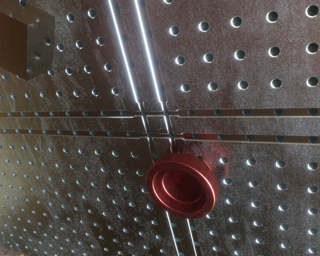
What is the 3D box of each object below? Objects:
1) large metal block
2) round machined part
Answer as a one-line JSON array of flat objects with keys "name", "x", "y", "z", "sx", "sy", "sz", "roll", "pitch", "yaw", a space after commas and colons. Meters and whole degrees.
[{"name": "large metal block", "x": -0.194, "y": -0.123, "z": 0.421, "sx": 0.080, "sy": 0.050, "sz": 0.079, "roll": 27, "pitch": 128, "yaw": 11}, {"name": "round machined part", "x": 0.034, "y": 0.075, "z": 0.429, "sx": 0.098, "sy": 0.042, "sz": 0.097, "roll": 13, "pitch": 124, "yaw": 21}]
